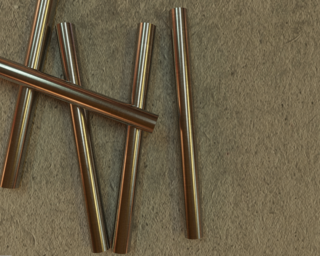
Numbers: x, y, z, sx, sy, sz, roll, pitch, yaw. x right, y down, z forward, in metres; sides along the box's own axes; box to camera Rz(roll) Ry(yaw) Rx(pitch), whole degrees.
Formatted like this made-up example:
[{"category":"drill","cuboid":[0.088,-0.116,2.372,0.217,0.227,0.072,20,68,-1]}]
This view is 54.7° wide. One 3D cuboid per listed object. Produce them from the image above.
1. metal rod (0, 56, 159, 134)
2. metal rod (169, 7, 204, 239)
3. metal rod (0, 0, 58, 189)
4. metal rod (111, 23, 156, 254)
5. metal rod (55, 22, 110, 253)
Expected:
[{"category":"metal rod","cuboid":[-0.147,-0.057,0.382,0.301,0.025,0.025,20,90,0]},{"category":"metal rod","cuboid":[0.035,-0.006,0.409,0.025,0.025,0.298,-4,90,0]},{"category":"metal rod","cuboid":[-0.169,-0.070,0.408,0.025,0.025,0.298,12,90,0]},{"category":"metal rod","cuboid":[-0.035,0.013,0.409,0.025,0.025,0.298,7,90,0]},{"category":"metal rod","cuboid":[-0.102,0.013,0.408,0.025,0.025,0.298,-9,90,0]}]
